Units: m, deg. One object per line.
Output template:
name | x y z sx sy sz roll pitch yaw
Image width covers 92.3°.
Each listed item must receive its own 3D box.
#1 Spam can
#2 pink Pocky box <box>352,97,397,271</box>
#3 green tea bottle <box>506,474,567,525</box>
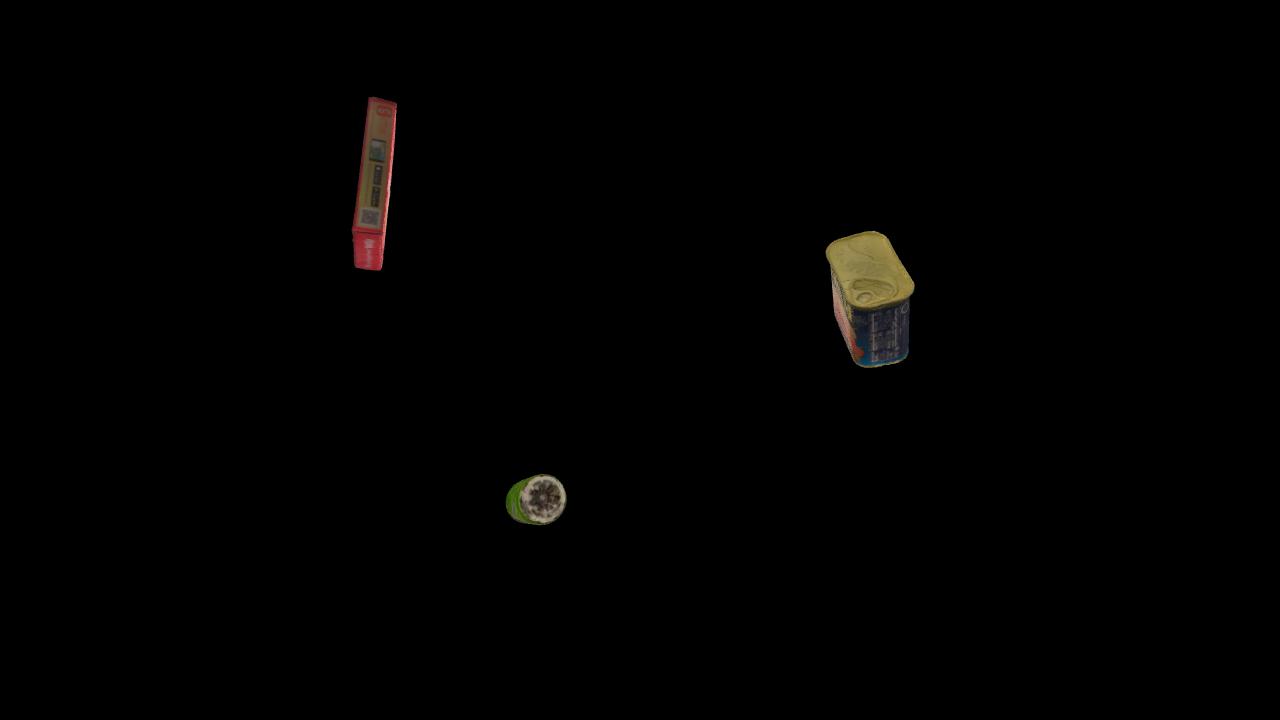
Spam can | 0.217 -0.056 0.582 0.058 0.101 0.085 -14 -45 10
pink Pocky box | -0.272 -0.179 0.633 0.029 0.155 0.084 5 -19 -22
green tea bottle | -0.166 0.214 0.936 0.073 0.073 0.212 0 -13 -21
